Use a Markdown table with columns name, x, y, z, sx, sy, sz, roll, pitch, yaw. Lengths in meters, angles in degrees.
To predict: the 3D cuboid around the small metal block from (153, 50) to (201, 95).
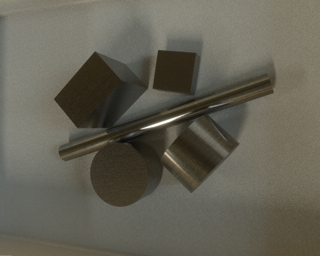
| name | x | y | z | sx | sy | sz | roll | pitch | yaw |
| --- | --- | --- | --- | --- | --- | --- | --- | --- | --- |
| small metal block | 0.022 | -0.071 | 0.400 | 0.050 | 0.025 | 0.050 | 9 | 93 | 19 |

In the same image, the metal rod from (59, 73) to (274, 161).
| name | x | y | z | sx | sy | sz | roll | pitch | yaw |
| --- | --- | --- | --- | --- | --- | --- | --- | --- | --- |
| metal rod | -0.006 | -0.008 | 0.410 | 0.301 | 0.025 | 0.025 | -18 | 84 | 18 |

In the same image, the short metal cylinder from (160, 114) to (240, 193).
| name | x | y | z | sx | sy | sz | roll | pitch | yaw |
| --- | --- | --- | --- | --- | --- | --- | --- | --- | --- |
| short metal cylinder | 0.047 | 0.030 | 0.363 | 0.050 | 0.080 | 0.080 | 44 | 104 | 14 |

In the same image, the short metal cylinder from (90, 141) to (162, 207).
| name | x | y | z | sx | sy | sz | roll | pitch | yaw |
| --- | --- | --- | --- | --- | --- | --- | --- | --- | --- |
| short metal cylinder | -0.044 | 0.058 | 0.409 | 0.080 | 0.050 | 0.079 | 0 | 90 | 19 |

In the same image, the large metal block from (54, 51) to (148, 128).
| name | x | y | z | sx | sy | sz | roll | pitch | yaw |
| --- | --- | --- | --- | --- | --- | --- | --- | --- | --- |
| large metal block | -0.074 | -0.045 | 0.405 | 0.080 | 0.080 | 0.050 | -45 | 76 | 14 |
